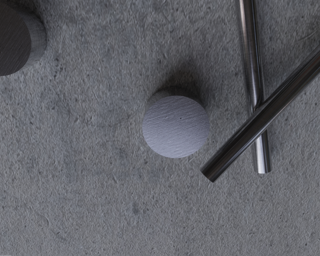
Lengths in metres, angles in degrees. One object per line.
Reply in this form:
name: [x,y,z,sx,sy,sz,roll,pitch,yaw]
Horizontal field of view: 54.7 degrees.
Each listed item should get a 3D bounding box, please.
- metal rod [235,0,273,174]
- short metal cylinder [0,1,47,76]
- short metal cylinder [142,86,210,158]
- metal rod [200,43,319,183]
metal rod: [0.114,-0.080,0.381,0.025,0.025,0.298,-11,110,4]
short metal cylinder: [-0.179,-0.104,0.356,0.081,0.050,0.079,0,110,0]
short metal cylinder: [0.019,-0.009,0.393,0.081,0.050,0.079,0,110,0]
metal rod: [0.159,-0.049,0.371,0.025,0.025,0.299,41,97,-14]
